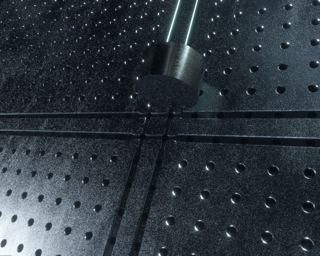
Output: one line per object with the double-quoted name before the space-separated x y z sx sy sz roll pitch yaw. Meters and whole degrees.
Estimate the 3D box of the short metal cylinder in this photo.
"short metal cylinder" 0.016 -0.066 0.404 0.080 0.080 0.050 2 63 29
